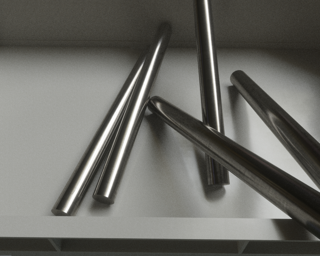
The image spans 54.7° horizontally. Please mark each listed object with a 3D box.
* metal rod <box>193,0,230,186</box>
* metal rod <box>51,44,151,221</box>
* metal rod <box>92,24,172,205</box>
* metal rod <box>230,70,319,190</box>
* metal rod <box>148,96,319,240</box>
[{"bbox_3d":[0.061,-0.078,0.396,0.025,0.025,0.299,-2,73,-2],"label":"metal rod"},{"bbox_3d":[-0.058,-0.018,0.419,0.025,0.025,0.300,13,51,11],"label":"metal rod"},{"bbox_3d":[-0.027,-0.041,0.423,0.025,0.025,0.300,11,55,9],"label":"metal rod"},{"bbox_3d":[0.126,-0.011,0.337,0.025,0.025,0.300,-2,26,-2],"label":"metal rod"},{"bbox_3d":[0.052,0.015,0.306,0.025,0.025,0.300,-20,26,-16],"label":"metal rod"}]
